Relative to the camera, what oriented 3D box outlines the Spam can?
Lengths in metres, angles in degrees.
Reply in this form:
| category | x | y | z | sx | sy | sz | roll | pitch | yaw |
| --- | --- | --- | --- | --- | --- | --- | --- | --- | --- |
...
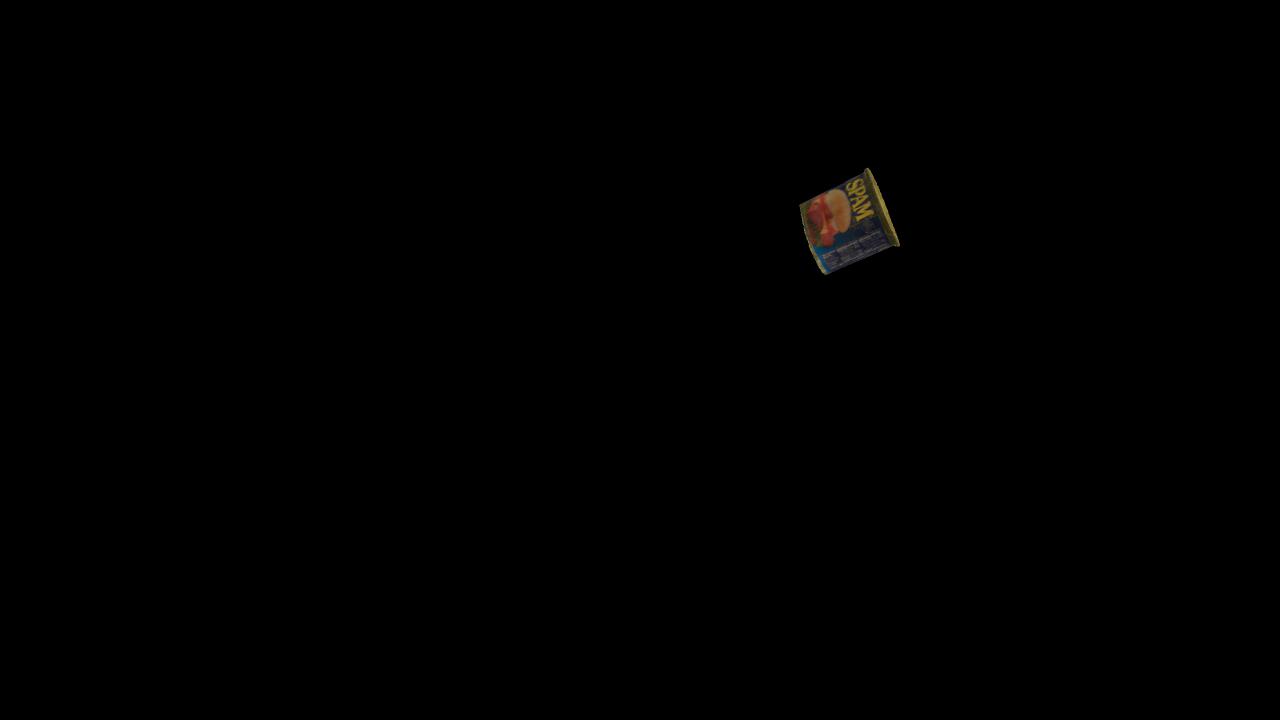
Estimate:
| category | x | y | z | sx | sy | sz | roll | pitch | yaw |
| --- | --- | --- | --- | --- | --- | --- | --- | --- | --- |
| Spam can | 0.234 | -0.155 | 0.695 | 0.085 | 0.101 | 0.058 | -23 | -47 | 28 |
